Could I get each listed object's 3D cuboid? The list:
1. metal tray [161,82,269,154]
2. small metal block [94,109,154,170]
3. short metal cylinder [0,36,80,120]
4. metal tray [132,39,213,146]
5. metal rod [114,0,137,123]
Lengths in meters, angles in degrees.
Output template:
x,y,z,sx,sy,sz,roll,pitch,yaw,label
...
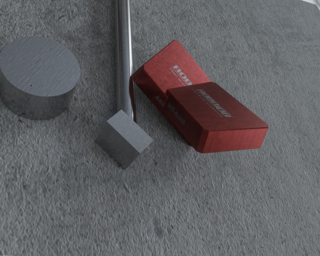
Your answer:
x,y,z,sx,sy,sz,roll,pitch,yaw,label
0.061,-0.020,0.395,0.091,0.030,0.130,-3,33,-24,metal tray
-0.043,0.015,0.357,0.050,0.050,0.025,44,51,2,small metal block
-0.136,-0.055,0.349,0.081,0.050,0.080,14,56,-21,short metal cylinder
0.034,-0.050,0.435,0.130,0.030,0.090,49,51,-9,metal tray
-0.053,-0.128,0.454,0.025,0.025,0.299,9,58,-24,metal rod
